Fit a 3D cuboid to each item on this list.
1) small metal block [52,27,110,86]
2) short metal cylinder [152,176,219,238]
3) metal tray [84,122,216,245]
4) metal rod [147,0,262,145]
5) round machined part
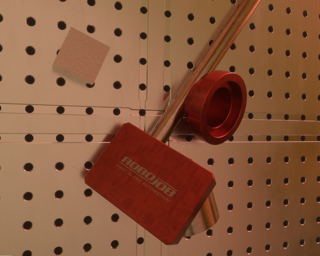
[{"bbox_3d":[-0.096,-0.086,0.378,0.050,0.025,0.050,25,82,-19],"label":"small metal block"},{"bbox_3d":[0.030,0.097,0.396,0.081,0.080,0.050,-17,96,-20],"label":"short metal cylinder"},{"bbox_3d":[-0.013,0.062,0.364,0.130,0.030,0.090,30,79,23],"label":"metal tray"},{"bbox_3d":[0.073,-0.098,0.440,0.025,0.025,0.300,38,78,-17],"label":"metal rod"},{"bbox_3d":[0.071,-0.030,0.417,0.099,0.042,0.097,-20,120,-38],"label":"round machined part"}]
